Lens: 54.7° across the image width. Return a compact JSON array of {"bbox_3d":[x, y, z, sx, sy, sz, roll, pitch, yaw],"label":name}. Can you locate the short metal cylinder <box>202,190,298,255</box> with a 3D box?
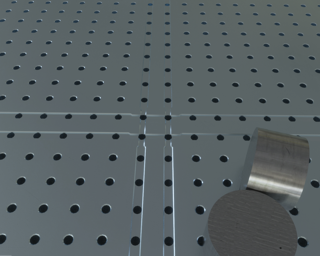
[{"bbox_3d":[0.084,0.108,0.302,0.081,0.050,0.080,0,50,0],"label":"short metal cylinder"}]

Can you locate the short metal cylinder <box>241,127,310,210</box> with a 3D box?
[{"bbox_3d":[0.122,0.043,0.337,0.050,0.080,0.080,13,51,10],"label":"short metal cylinder"}]
